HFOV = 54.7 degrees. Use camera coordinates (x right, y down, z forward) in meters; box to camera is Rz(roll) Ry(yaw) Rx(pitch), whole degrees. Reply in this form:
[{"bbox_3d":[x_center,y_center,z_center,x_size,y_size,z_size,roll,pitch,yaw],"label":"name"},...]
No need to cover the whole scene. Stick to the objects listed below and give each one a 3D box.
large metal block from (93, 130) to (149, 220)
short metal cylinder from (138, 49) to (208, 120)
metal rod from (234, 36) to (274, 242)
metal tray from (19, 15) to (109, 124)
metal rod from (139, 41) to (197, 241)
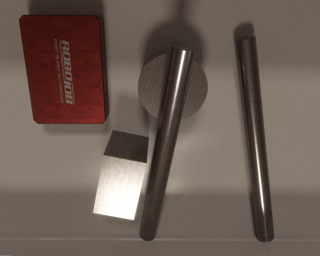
[{"bbox_3d":[-0.048,0.058,0.403,0.050,0.080,0.079,12,110,-5],"label":"large metal block"},{"bbox_3d":[0.015,-0.054,0.378,0.081,0.050,0.079,0,110,-1],"label":"short metal cylinder"},{"bbox_3d":[0.132,0.029,0.423,0.025,0.025,0.298,-11,110,3],"label":"metal rod"},{"bbox_3d":[-0.113,-0.070,0.381,0.091,0.030,0.129,0,110,-1],"label":"metal tray"},{"bbox_3d":[0.002,0.041,0.387,0.025,0.025,0.298,8,125,-3],"label":"metal rod"}]
